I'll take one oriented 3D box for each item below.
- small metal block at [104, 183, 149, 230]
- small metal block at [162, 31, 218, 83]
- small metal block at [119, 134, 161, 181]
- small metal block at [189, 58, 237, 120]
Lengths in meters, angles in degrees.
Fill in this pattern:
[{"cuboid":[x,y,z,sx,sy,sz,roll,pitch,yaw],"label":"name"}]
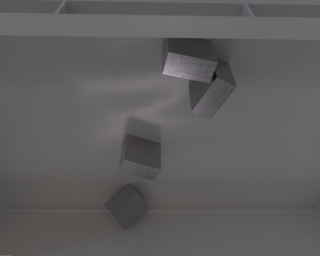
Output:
[{"cuboid":[-0.053,0.127,0.498,0.050,0.025,0.050,-39,126,-17],"label":"small metal block"},{"cuboid":[0.030,-0.076,0.328,0.050,0.050,0.025,10,129,-9],"label":"small metal block"},{"cuboid":[-0.027,0.040,0.426,0.050,0.050,0.025,17,128,-14],"label":"small metal block"},{"cuboid":[0.058,-0.047,0.353,0.025,0.050,0.050,21,127,-17],"label":"small metal block"}]
